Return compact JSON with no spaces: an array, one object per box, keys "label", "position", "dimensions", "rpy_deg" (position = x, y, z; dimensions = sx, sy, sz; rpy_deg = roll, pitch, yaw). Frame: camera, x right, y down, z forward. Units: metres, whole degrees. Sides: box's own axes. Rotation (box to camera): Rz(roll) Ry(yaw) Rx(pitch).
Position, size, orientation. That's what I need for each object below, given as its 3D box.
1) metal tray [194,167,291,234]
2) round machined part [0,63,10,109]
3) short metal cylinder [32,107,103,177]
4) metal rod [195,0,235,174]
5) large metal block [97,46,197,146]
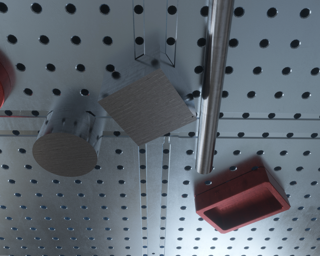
[{"label":"metal tray","position":[0.136,0.125,0.516],"dimensions":[0.130,0.030,0.090],"rpy_deg":[-30,124,23]},{"label":"round machined part","position":[-0.231,-0.048,0.356],"dimensions":[0.099,0.042,0.097],"rpy_deg":[-1,130,0]},{"label":"short metal cylinder","position":[-0.120,0.020,0.410],"dimensions":[0.081,0.050,0.079],"rpy_deg":[0,130,0]},{"label":"metal rod","position":[0.063,-0.053,0.367],"dimensions":[0.025,0.025,0.298],"rpy_deg":[-1,130,0]},{"label":"large metal block","position":[-0.013,-0.035,0.365],"dimensions":[0.080,0.050,0.080],"rpy_deg":[-25,126,19]}]
